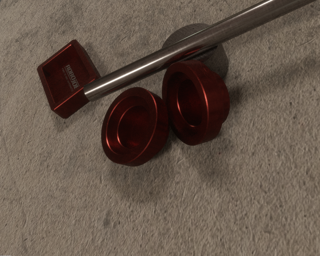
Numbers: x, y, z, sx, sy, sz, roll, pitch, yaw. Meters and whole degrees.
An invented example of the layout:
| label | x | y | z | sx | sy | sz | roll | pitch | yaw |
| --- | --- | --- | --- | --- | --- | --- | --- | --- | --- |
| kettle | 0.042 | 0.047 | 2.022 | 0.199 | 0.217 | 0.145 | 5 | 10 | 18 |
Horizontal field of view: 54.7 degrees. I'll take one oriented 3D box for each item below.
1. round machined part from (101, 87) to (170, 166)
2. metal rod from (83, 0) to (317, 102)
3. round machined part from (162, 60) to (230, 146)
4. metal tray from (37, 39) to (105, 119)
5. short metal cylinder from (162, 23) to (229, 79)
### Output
| label | x | y | z | sx | sy | sz | roll | pitch | yaw |
| --- | --- | --- | --- | --- | --- | --- | --- | --- | --- |
| round machined part | -0.027 | 0.001 | 0.393 | 0.098 | 0.042 | 0.098 | -16 | 64 | 38 |
| metal rod | 0.040 | -0.101 | 0.379 | 0.301 | 0.025 | 0.025 | -22 | 54 | 14 |
| round machined part | 0.044 | -0.031 | 0.365 | 0.042 | 0.097 | 0.098 | -15 | 46 | -25 |
| metal tray | -0.155 | -0.087 | 0.533 | 0.090 | 0.030 | 0.130 | -36 | 51 | 3 |
| short metal cylinder | 0.047 | -0.094 | 0.420 | 0.080 | 0.050 | 0.080 | -13 | 56 | 20 |
